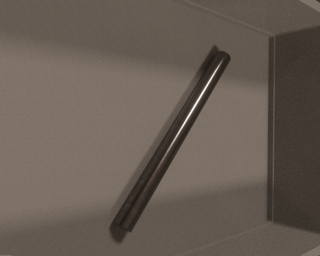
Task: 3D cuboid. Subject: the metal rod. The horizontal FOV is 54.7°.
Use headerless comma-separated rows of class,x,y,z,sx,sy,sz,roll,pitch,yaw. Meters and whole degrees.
metal rod,0.028,0.003,0.431,0.025,0.025,0.300,47,62,-30
